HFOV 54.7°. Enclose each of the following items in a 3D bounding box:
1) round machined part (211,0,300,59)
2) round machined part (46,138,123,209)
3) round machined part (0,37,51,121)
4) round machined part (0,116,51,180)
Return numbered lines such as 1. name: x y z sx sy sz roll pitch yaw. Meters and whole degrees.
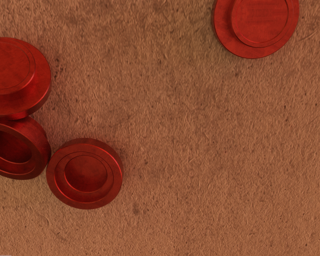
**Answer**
1. round machined part: 0.111 -0.128 0.354 0.099 0.042 0.097 0 110 0
2. round machined part: -0.098 0.058 0.421 0.099 0.042 0.097 0 110 0
3. round machined part: -0.175 -0.061 0.348 0.099 0.042 0.098 5 70 -15
4. round machined part: -0.186 0.018 0.395 0.098 0.042 0.097 5 130 7
